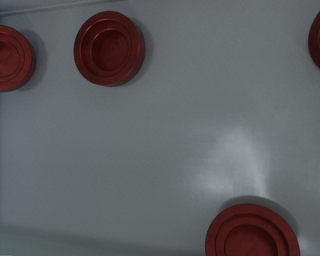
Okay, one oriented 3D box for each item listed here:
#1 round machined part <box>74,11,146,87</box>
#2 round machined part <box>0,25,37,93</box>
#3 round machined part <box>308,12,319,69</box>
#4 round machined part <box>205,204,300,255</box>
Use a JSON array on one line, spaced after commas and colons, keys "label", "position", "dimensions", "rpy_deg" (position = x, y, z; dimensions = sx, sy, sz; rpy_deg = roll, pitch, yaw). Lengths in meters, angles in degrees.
[{"label": "round machined part", "position": [-0.065, -0.105, 0.424], "dimensions": [0.098, 0.042, 0.097], "rpy_deg": [0, 90, 20]}, {"label": "round machined part", "position": [-0.240, -0.103, 0.473], "dimensions": [0.099, 0.042, 0.097], "rpy_deg": [0, 88, -6]}, {"label": "round machined part", "position": [0.209, -0.092, 0.315], "dimensions": [0.098, 0.042, 0.097], "rpy_deg": [-8, 78, 43]}, {"label": "round machined part", "position": [0.102, 0.140, 0.350], "dimensions": [0.098, 0.042, 0.098], "rpy_deg": [-5, 57, 9]}]
